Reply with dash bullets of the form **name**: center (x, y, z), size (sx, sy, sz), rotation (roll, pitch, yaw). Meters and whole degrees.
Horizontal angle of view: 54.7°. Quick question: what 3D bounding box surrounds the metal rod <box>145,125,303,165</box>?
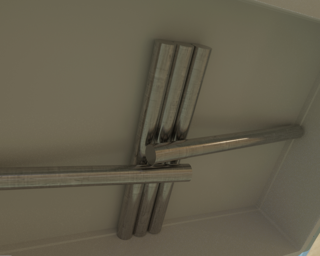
- **metal rod**: center (0.114, 0.019, 0.461), size (0.303, 0.025, 0.025), rotation (-6, 121, -33)

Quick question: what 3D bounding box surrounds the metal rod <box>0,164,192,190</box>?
- **metal rod**: center (-0.101, 0.058, 0.368), size (0.303, 0.025, 0.025), rotation (2, 118, -23)

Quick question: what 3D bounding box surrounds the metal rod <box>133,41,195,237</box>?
- **metal rod**: center (-0.002, 0.032, 0.427), size (0.025, 0.025, 0.298), rotation (-2, 119, -28)

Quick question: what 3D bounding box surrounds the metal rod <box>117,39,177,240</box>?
- **metal rod**: center (-0.024, 0.033, 0.416), size (0.025, 0.025, 0.298), rotation (-2, 119, -28)

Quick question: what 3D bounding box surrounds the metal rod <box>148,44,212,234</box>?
- **metal rod**: center (0.020, 0.032, 0.440), size (0.025, 0.025, 0.298), rotation (-2, 119, -28)
